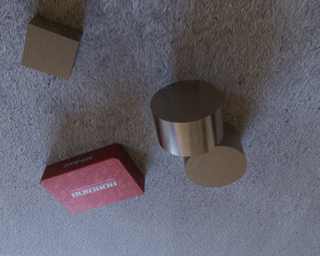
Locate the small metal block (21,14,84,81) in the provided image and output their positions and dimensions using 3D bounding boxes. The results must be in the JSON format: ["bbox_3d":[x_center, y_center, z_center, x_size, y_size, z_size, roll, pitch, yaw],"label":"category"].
[{"bbox_3d":[-0.116,-0.086,0.333,0.050,0.025,0.050,18,128,-15],"label":"small metal block"}]

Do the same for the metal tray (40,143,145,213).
[{"bbox_3d":[-0.100,0.080,0.471,0.130,0.030,0.090,-19,128,15],"label":"metal tray"}]

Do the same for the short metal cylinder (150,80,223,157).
[{"bbox_3d":[0.033,-0.013,0.361,0.080,0.080,0.050,-7,130,6],"label":"short metal cylinder"}]

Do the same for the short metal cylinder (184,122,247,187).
[{"bbox_3d":[0.073,0.036,0.422,0.081,0.050,0.079,0,130,0],"label":"short metal cylinder"}]
